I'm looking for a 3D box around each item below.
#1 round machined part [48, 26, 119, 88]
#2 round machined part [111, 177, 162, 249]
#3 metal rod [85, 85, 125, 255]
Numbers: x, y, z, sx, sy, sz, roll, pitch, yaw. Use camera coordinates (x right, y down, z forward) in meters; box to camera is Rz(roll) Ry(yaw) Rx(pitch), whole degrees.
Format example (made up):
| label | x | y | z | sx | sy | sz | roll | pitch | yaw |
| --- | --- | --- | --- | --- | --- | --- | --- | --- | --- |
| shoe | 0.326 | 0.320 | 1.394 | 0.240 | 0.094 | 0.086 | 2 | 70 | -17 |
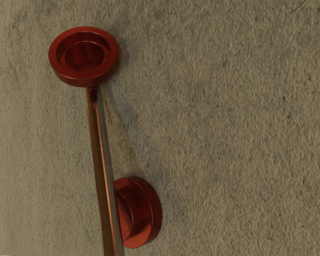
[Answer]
| label | x | y | z | sx | sy | sz | roll | pitch | yaw |
| --- | --- | --- | --- | --- | --- | --- | --- | --- | --- |
| round machined part | -0.110 | -0.100 | 0.462 | 0.098 | 0.099 | 0.042 | 60 | 165 | 22 |
| round machined part | -0.048 | 0.119 | 0.433 | 0.098 | 0.042 | 0.097 | 0 | 90 | 40 |
| metal rod | -0.083 | 0.031 | 0.435 | 0.025 | 0.025 | 0.299 | -33 | 58 | 35 |
